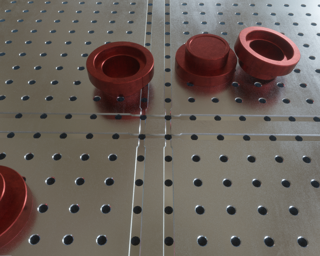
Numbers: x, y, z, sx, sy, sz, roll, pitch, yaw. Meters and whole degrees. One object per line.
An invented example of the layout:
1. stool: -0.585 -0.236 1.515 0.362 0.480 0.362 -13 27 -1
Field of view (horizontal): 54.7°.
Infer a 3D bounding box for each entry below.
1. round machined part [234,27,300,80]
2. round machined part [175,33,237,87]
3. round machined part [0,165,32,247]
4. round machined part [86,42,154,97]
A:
1. round machined part: 0.163 -0.114 0.487 0.099 0.042 0.098 7 50 -8
2. round machined part: 0.074 -0.114 0.493 0.099 0.042 0.098 0 50 0
3. round machined part: -0.193 0.079 0.327 0.099 0.042 0.098 0 50 0
4. round machined part: -0.058 -0.084 0.467 0.099 0.042 0.098 0 50 0
